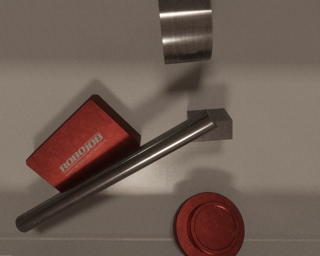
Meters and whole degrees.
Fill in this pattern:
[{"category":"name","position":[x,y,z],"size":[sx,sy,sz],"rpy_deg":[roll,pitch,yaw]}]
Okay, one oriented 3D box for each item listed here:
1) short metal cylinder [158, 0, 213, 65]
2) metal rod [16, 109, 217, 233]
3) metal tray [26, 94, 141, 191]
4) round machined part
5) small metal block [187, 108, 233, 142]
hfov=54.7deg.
[{"category":"short metal cylinder","position":[0.026,-0.113,0.341],"size":[0.050,0.080,0.079],"rpy_deg":[-6,110,2]},{"category":"metal rod","position":[-0.066,0.061,0.392],"size":[0.300,0.025,0.025],"rpy_deg":[-30,108,16]},{"category":"metal tray","position":[-0.101,0.030,0.418],"size":[0.130,0.030,0.090],"rpy_deg":[-41,106,13]},{"category":"round machined part","position":[0.070,0.137,0.426],"size":[0.099,0.042,0.098],"rpy_deg":[3,70,-8]},{"category":"small metal block","position":[0.062,-0.005,0.397],"size":[0.050,0.050,0.025],"rpy_deg":[-4,110,1]}]
